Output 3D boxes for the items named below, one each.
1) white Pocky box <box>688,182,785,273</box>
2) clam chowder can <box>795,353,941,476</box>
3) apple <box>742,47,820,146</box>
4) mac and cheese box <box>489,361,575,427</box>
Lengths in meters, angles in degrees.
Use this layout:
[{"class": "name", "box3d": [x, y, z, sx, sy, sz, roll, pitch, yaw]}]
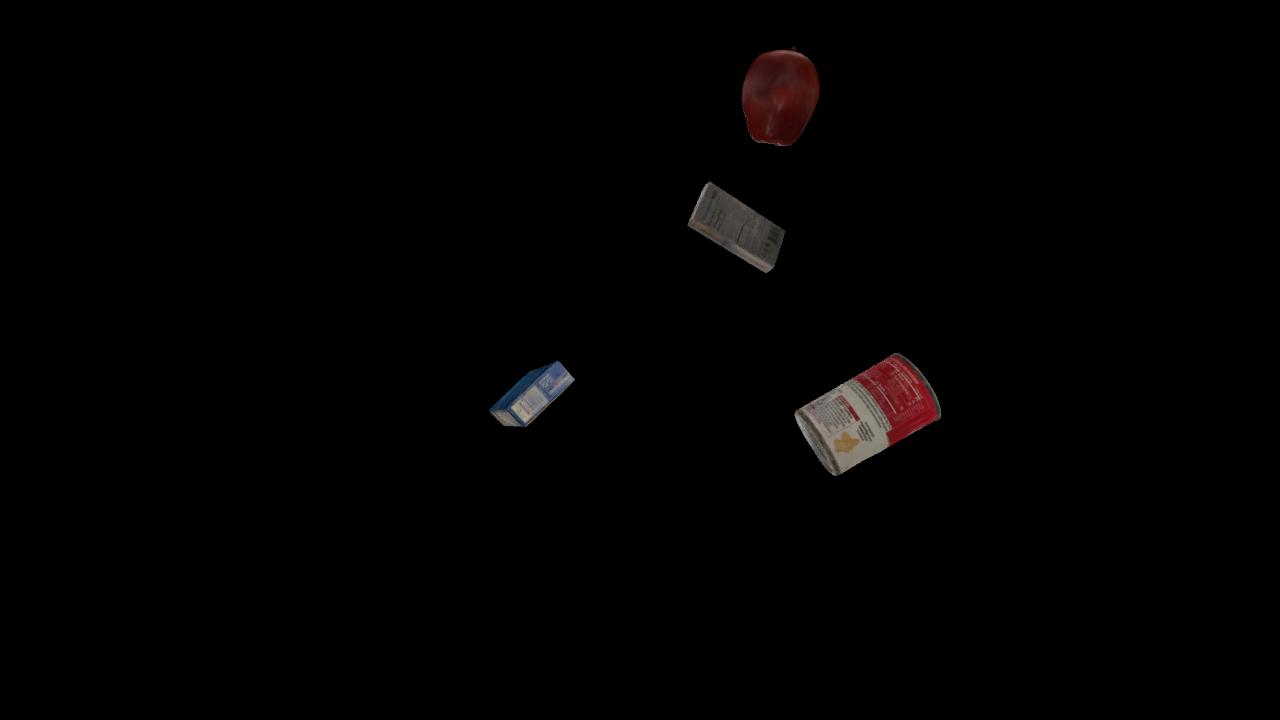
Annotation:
[{"class": "white Pocky box", "box3d": [0.157, -0.211, 0.986, 0.154, 0.084, 0.028, 29, -26, -12]}, {"class": "clam chowder can", "box3d": [0.196, 0.048, 0.536, 0.102, 0.068, 0.068, -30, -1, 2]}, {"class": "apple", "box3d": [0.143, -0.269, 0.628, 0.079, 0.093, 0.079, 8, 20, -3]}, {"class": "mac and cheese box", "box3d": [-0.158, 0.051, 0.872, 0.093, 0.041, 0.184, -46, 11, -18]}]
